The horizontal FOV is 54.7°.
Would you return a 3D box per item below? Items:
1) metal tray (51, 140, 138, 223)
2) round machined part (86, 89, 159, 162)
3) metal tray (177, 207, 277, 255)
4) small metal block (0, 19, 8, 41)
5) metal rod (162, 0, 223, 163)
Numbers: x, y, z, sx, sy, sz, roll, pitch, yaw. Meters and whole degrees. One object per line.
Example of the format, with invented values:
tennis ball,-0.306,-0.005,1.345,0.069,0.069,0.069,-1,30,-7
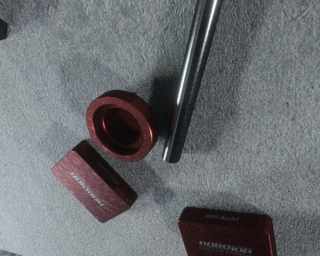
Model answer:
metal tray,-0.111,0.092,0.517,0.130,0.030,0.090,48,129,-6
round machined part,-0.046,-0.007,0.414,0.098,0.042,0.097,13,124,20
metal tray,0.098,0.165,0.453,0.130,0.030,0.089,-2,118,28
small metal block,-0.253,-0.143,0.433,0.050,0.050,0.025,33,129,6
metal rod,0.040,-0.079,0.335,0.025,0.025,0.298,22,127,14
